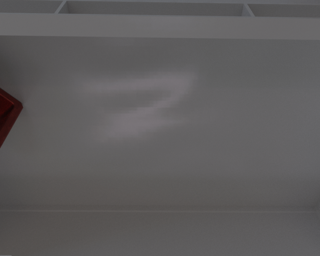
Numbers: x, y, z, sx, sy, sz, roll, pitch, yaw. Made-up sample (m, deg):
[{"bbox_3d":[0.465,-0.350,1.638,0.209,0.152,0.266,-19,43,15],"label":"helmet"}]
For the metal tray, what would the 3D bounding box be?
[{"bbox_3d":[-0.227,-0.031,0.337,0.030,0.090,0.130,-34,123,25],"label":"metal tray"}]
